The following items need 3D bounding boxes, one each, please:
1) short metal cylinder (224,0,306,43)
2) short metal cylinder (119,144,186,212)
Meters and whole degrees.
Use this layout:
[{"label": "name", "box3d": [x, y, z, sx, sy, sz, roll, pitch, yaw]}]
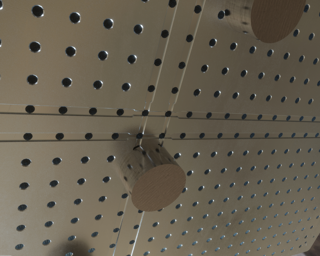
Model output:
[{"label": "short metal cylinder", "box3d": [0.126, -0.149, 0.374, 0.081, 0.050, 0.079, -14, 124, -21]}, {"label": "short metal cylinder", "box3d": [-0.011, 0.069, 0.434, 0.081, 0.050, 0.079, -14, 125, -21]}]
